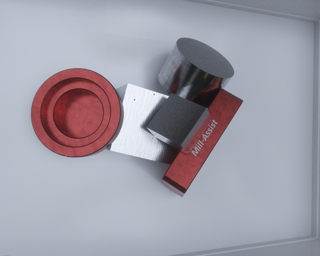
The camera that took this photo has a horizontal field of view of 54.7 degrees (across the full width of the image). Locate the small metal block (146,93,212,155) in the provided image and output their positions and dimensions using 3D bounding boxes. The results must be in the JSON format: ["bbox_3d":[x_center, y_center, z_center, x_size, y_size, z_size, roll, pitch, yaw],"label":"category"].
[{"bbox_3d":[0.022,-0.005,0.350,0.050,0.050,0.025,-54,145,-12],"label":"small metal block"}]

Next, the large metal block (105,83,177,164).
[{"bbox_3d":[-0.019,-0.003,0.390,0.081,0.050,0.080,16,85,-20],"label":"large metal block"}]

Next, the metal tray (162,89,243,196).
[{"bbox_3d":[0.052,0.023,0.393,0.030,0.090,0.130,32,78,10],"label":"metal tray"}]

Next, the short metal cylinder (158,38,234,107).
[{"bbox_3d":[0.045,-0.069,0.391,0.081,0.080,0.050,17,129,-20],"label":"short metal cylinder"}]

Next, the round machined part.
[{"bbox_3d":[-0.090,-0.015,0.355,0.099,0.042,0.097,0,85,2],"label":"round machined part"}]
